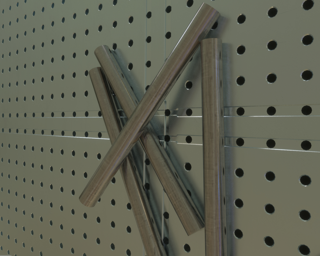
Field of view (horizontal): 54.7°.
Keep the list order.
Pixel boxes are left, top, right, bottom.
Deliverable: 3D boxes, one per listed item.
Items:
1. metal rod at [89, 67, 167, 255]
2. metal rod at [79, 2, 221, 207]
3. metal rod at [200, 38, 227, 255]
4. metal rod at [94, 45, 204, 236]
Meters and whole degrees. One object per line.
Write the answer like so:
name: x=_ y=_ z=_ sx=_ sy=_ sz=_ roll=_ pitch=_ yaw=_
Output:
metal rod: x=-0.050 y=0.045 z=0.448 sx=0.025 sy=0.025 sz=0.299 roll=-32 pitch=70 yaw=35
metal rod: x=-0.021 y=-0.018 z=0.396 sx=0.025 sy=0.025 sz=0.299 roll=43 pitch=107 yaw=31
metal rod: x=0.062 y=0.049 z=0.356 sx=0.025 sy=0.025 sz=0.298 roll=-2 pitch=89 yaw=39
metal rod: x=-0.023 y=0.002 z=0.425 sx=0.025 sy=0.025 sz=0.299 roll=-43 pitch=64 yaw=31
